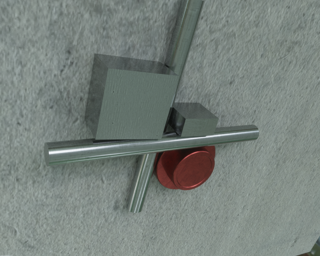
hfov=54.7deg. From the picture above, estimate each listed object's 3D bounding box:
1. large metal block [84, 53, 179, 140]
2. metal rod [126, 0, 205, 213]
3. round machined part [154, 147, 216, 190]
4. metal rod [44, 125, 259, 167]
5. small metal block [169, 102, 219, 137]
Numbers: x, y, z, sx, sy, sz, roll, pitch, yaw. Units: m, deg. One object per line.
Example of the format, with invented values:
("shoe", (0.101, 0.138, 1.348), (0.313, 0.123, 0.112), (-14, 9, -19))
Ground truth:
("large metal block", (-0.035, -0.034, 0.352), (0.081, 0.050, 0.079), (1, 118, -29))
("metal rod", (-0.001, -0.013, 0.402), (0.025, 0.025, 0.298), (2, 118, -30))
("round machined part", (0.040, 0.052, 0.452), (0.099, 0.042, 0.097), (-14, 125, -21))
("metal rod", (0.013, 0.017, 0.395), (0.303, 0.025, 0.025), (-4, 121, -31))
("small metal block", (0.040, -0.013, 0.408), (0.050, 0.050, 0.025), (-2, 119, -28))
